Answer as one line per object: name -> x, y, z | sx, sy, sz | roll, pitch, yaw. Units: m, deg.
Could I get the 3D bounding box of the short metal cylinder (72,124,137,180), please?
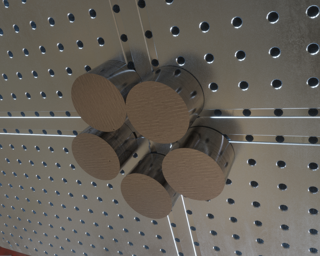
short metal cylinder -> -0.081, 0.030, 0.456 | 0.080, 0.050, 0.079 | 13, 124, 20

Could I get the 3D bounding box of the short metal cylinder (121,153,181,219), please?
short metal cylinder -> -0.009, 0.084, 0.451 | 0.080, 0.050, 0.079 | 14, 124, 21

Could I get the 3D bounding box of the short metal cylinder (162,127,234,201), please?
short metal cylinder -> 0.049, 0.045, 0.396 | 0.080, 0.050, 0.079 | 13, 125, 20

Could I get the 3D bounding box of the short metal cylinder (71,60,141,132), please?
short metal cylinder -> -0.067, -0.042, 0.404 | 0.080, 0.050, 0.079 | 13, 124, 20

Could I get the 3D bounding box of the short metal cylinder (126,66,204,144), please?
short metal cylinder -> 0.006, -0.028, 0.373 | 0.080, 0.050, 0.079 | 13, 124, 21
